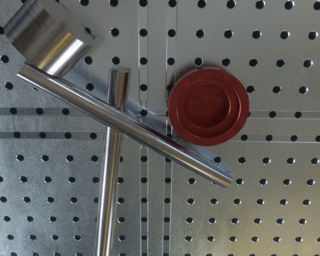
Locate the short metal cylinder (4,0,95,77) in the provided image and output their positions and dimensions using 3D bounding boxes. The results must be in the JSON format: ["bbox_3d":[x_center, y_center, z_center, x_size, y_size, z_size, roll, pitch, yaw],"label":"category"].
[{"bbox_3d":[-0.121,-0.103,0.345,0.050,0.080,0.080,-42,105,14],"label":"short metal cylinder"}]

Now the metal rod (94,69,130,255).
[{"bbox_3d":[-0.071,0.066,0.437,0.025,0.025,0.298,7,110,-3],"label":"metal rod"}]

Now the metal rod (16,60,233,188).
[{"bbox_3d":[-0.028,0.004,0.391,0.301,0.025,0.025,29,108,-19],"label":"metal rod"}]

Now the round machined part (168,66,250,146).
[{"bbox_3d":[0.059,-0.030,0.394,0.099,0.042,0.097,0,110,0],"label":"round machined part"}]
